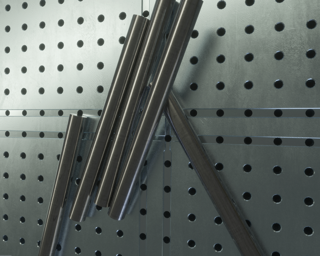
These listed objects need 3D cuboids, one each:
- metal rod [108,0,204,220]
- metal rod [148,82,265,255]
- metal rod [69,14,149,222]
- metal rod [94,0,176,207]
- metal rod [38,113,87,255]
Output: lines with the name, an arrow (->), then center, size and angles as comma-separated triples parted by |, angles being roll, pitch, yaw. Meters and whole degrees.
metal rod -> -0.012, -0.013, 0.392 | 0.025, 0.025, 0.298 | 25, 107, 18
metal rod -> 0.066, 0.068, 0.388 | 0.025, 0.025, 0.299 | -31, 80, 17
metal rod -> -0.073, -0.009, 0.437 | 0.025, 0.025, 0.298 | 21, 97, 18
metal rod -> -0.036, -0.034, 0.424 | 0.025, 0.025, 0.298 | 20, 96, 18
metal rod -> -0.156, 0.126, 0.465 | 0.025, 0.025, 0.298 | 16, 95, 19
